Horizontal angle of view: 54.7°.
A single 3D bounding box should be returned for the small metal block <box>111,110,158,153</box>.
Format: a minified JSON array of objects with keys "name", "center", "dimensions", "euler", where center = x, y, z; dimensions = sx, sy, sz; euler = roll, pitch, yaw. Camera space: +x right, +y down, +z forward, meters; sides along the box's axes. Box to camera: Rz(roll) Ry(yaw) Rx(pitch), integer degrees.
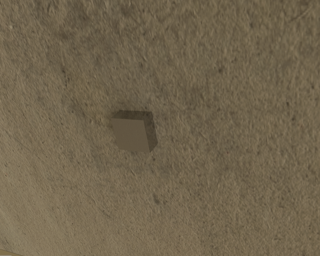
[{"name":"small metal block","center":[-0.035,0.004,0.426],"dimensions":[0.050,0.025,0.050],"euler":[4,121,25]}]
